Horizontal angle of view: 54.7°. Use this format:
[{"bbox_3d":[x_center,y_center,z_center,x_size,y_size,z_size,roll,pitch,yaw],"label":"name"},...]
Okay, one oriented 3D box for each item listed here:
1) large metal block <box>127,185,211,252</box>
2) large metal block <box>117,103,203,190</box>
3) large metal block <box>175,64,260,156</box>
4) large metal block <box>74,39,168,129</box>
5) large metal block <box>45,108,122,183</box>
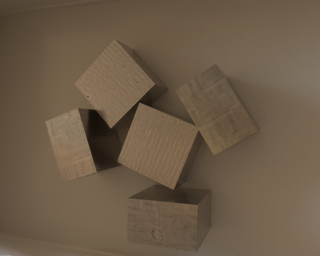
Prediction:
[{"bbox_3d":[0.015,0.105,0.375,0.080,0.080,0.050,1,91,19],"label":"large metal block"},{"bbox_3d":[0.004,0.021,0.394,0.080,0.050,0.080,24,98,18],"label":"large metal block"},{"bbox_3d":[0.070,-0.019,0.354,0.050,0.080,0.080,-32,80,17],"label":"large metal block"},{"bbox_3d":[-0.051,-0.056,0.412,0.080,0.050,0.080,-44,77,14],"label":"large metal block"},{"bbox_3d":[-0.095,0.021,0.412,0.050,0.080,0.080,-20,84,19],"label":"large metal block"}]
